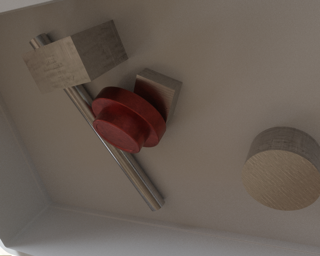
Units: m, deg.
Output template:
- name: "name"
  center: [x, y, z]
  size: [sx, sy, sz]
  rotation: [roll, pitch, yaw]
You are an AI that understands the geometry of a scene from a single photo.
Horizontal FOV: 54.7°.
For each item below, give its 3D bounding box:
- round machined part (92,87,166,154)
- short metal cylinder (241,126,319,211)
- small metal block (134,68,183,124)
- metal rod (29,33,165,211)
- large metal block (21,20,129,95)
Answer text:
- name: "round machined part"
  center: [-0.045, -0.004, 0.393]
  size: [0.098, 0.042, 0.098]
  rotation: [24, 154, 13]
- name: "short metal cylinder"
  center: [0.137, 0.045, 0.348]
  size: [0.080, 0.050, 0.079]
  rotation: [13, 124, 20]
- name: "small metal block"
  center: [-0.005, -0.040, 0.385]
  size: [0.050, 0.025, 0.050]
  rotation: [24, 127, 13]
- name: "metal rod"
  center: [-0.084, 0.000, 0.450]
  size: [0.025, 0.025, 0.299]
  rotation: [-24, 106, 36]
- name: "large metal block"
  center: [-0.099, -0.085, 0.371]
  size: [0.080, 0.080, 0.050]
  rotation: [-8, 115, 31]
